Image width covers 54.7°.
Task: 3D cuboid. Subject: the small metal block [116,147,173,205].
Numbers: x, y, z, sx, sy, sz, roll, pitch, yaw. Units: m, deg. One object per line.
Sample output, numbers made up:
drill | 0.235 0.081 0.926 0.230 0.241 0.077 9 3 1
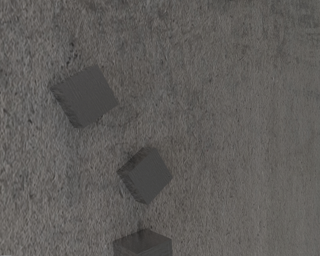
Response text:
small metal block | -0.018 0.059 0.389 0.050 0.025 0.050 -43 116 -31

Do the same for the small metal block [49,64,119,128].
small metal block | -0.081 -0.034 0.336 0.050 0.025 0.050 -40 115 -33

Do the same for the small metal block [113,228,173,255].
small metal block | -0.021 0.146 0.371 0.050 0.050 0.025 -7 95 -40
